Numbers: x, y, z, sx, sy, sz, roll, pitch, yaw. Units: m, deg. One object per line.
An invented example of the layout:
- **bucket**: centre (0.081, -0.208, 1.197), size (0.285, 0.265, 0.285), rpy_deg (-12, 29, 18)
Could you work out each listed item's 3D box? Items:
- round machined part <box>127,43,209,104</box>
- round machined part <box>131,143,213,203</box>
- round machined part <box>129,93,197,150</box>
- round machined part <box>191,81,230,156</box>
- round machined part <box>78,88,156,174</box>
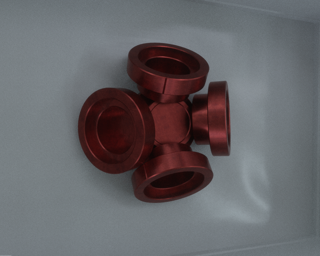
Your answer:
- **round machined part**: centre (0.008, -0.066, 0.384), size (0.099, 0.098, 0.042), rpy_deg (-4, 129, -20)
- **round machined part**: centre (0.013, 0.054, 0.385), size (0.099, 0.097, 0.042), rpy_deg (-1, 55, -20)
- **round machined part**: centre (0.005, -0.006, 0.402), size (0.099, 0.042, 0.097), rpy_deg (0, 90, -21)
- **round machined part**: centre (0.068, -0.012, 0.407), size (0.042, 0.098, 0.097), rpy_deg (-2, 91, 16)
- **round machined part**: centre (-0.046, 0.002, 0.364), size (0.042, 0.098, 0.097), rpy_deg (-10, 95, -58)
